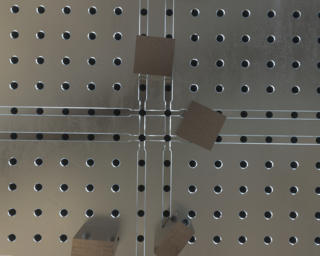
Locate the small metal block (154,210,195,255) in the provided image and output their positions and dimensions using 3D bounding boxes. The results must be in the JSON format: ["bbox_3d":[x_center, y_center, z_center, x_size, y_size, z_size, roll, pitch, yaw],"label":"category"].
[{"bbox_3d":[0.017,0.140,0.401,0.025,0.050,0.050,37,90,-1],"label":"small metal block"}]

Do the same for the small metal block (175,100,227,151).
[{"bbox_3d":[0.054,-0.003,0.414,0.050,0.025,0.050,25,90,-1],"label":"small metal block"}]

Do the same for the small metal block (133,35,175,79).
[{"bbox_3d":[-0.007,-0.093,0.413,0.050,0.025,0.050,6,90,-1],"label":"small metal block"}]

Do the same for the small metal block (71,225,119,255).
[{"bbox_3d":[-0.082,0.148,0.400,0.050,0.050,0.025,5,90,-1],"label":"small metal block"}]
